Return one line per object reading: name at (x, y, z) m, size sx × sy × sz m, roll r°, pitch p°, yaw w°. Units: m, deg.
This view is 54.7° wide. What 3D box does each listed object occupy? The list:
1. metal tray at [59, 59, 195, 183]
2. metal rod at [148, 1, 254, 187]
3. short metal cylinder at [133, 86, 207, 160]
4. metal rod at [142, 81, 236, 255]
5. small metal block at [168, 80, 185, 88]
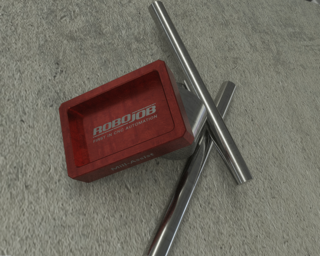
metal tray at (-0.039, -0.006, 0.327) m, size 0.030 × 0.130 × 0.090 m, roll 41°, pitch 30°, yaw -62°
metal rod at (0.049, -0.061, 0.435) m, size 0.025 × 0.025 × 0.299 m, roll -10°, pitch 66°, yaw -32°
short metal cylinder at (0.012, -0.006, 0.378) m, size 0.080 × 0.080 × 0.050 m, roll 33°, pitch 52°, yaw -7°
metal rod at (0.052, 0.035, 0.410) m, size 0.025 × 0.025 × 0.301 m, roll 35°, pitch 51°, yaw -6°
small metal block at (0.018, -0.039, 0.437) m, size 0.050 × 0.025 × 0.050 m, roll 14°, pitch 56°, yaw -21°
